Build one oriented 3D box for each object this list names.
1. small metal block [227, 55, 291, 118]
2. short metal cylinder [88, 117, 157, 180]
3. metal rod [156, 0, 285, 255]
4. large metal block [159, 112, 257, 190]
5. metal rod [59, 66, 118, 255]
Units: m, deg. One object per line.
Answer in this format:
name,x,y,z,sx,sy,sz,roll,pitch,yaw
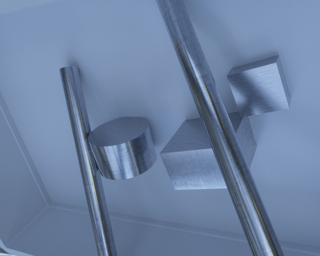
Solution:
small metal block,0.105,-0.043,0.326,0.050,0.025,0.050,-11,113,32
short metal cylinder,-0.049,0.025,0.413,0.080,0.080,0.050,1,119,27
metal rod,0.052,-0.009,0.290,0.025,0.025,0.299,-27,77,37
large metal block,0.059,0.025,0.357,0.080,0.080,0.050,-9,114,31
metal rod,-0.094,0.064,0.424,0.025,0.025,0.298,-12,90,33
